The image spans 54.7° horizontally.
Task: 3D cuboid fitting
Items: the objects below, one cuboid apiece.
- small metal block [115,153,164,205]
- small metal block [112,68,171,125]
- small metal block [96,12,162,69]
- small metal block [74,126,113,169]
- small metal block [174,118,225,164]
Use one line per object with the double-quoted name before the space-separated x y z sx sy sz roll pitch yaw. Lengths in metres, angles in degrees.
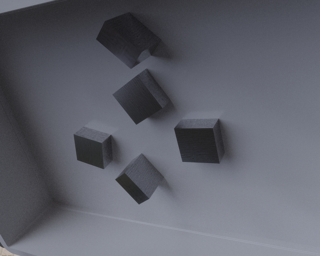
"small metal block" -0.029 0.074 0.453 0.050 0.050 0.025 48 129 -5
"small metal block" -0.024 -0.039 0.397 0.050 0.025 0.050 -30 102 38
"small metal block" -0.034 -0.100 0.349 0.050 0.050 0.025 41 129 0
"small metal block" -0.103 0.031 0.482 0.050 0.025 0.050 15 125 19
"small metal block" 0.051 0.016 0.392 0.050 0.025 0.050 -1 118 28
